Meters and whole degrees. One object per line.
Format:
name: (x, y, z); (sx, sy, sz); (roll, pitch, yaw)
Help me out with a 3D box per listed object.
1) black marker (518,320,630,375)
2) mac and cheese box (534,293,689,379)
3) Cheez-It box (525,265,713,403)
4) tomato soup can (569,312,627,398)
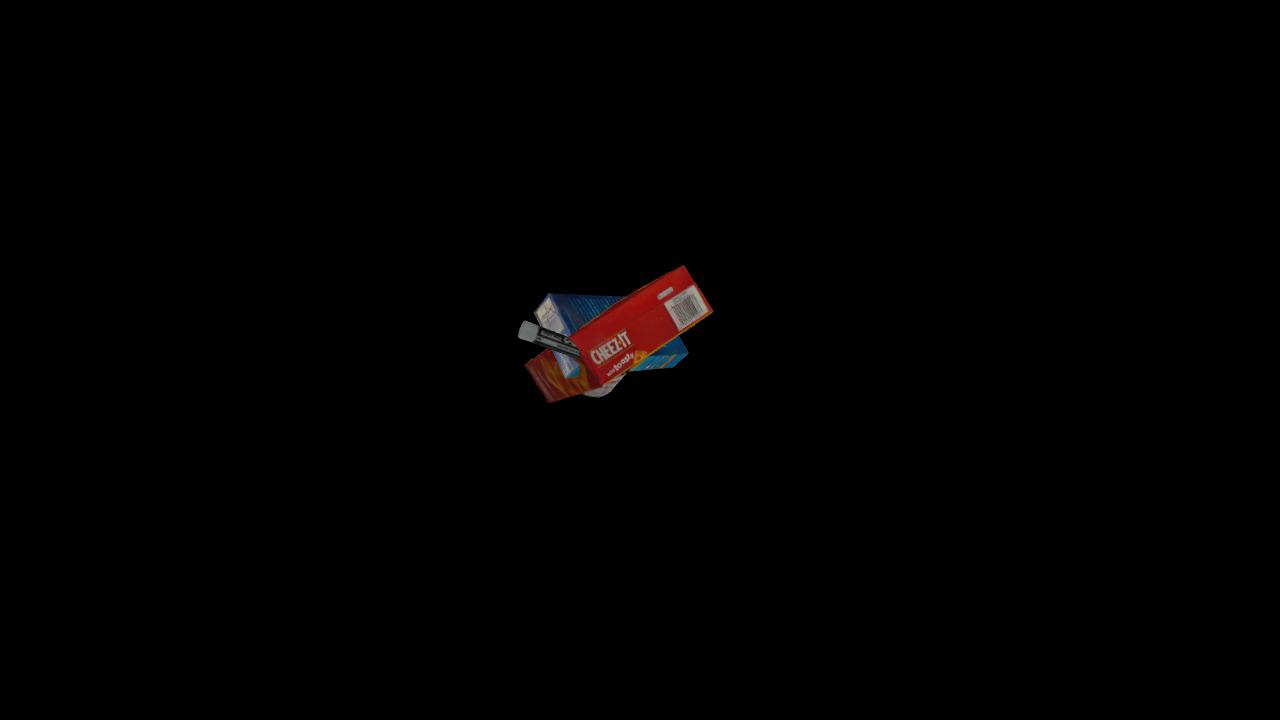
black marker: (-0.065, -0.011, 0.631); (0.121, 0.020, 0.020); (21, -7, -20)
mac and cheese box: (-0.029, -0.031, 0.726); (0.184, 0.093, 0.041); (-3, -33, -49)
Cheez-It box: (-0.036, -0.025, 0.754); (0.166, 0.071, 0.223); (-35, 7, -23)
tomato soup can: (-0.041, -0.005, 0.746); (0.068, 0.068, 0.101); (0, -29, -29)
